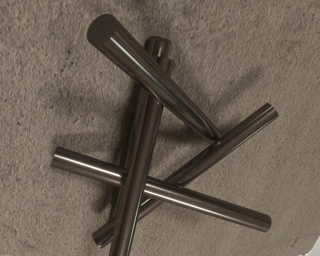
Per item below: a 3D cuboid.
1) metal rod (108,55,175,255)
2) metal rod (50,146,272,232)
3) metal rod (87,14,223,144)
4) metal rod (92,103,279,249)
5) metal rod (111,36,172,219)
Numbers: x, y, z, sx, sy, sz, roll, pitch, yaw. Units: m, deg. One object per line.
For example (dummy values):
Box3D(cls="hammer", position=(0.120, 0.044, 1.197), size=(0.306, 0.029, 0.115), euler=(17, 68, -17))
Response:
Box3D(cls="metal rod", position=(-0.030, 0.067, 0.361), size=(0.025, 0.025, 0.298), euler=(6, 103, -32))
Box3D(cls="metal rod", position=(0.013, 0.084, 0.401), size=(0.302, 0.025, 0.025), euler=(21, 108, -15))
Box3D(cls="metal rod", position=(0.024, -0.024, 0.343), size=(0.025, 0.025, 0.301), euler=(-47, 149, 5))
Box3D(cls="metal rod", position=(0.035, 0.065, 0.427), size=(0.301, 0.025, 0.025), euler=(-37, 130, 0))
Box3D(cls="metal rod", position=(-0.033, 0.031, 0.409), size=(0.025, 0.025, 0.298), euler=(0, 119, -29))
